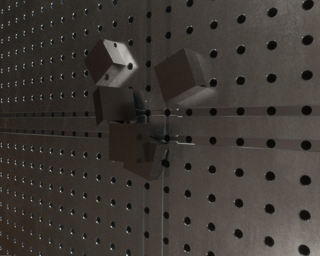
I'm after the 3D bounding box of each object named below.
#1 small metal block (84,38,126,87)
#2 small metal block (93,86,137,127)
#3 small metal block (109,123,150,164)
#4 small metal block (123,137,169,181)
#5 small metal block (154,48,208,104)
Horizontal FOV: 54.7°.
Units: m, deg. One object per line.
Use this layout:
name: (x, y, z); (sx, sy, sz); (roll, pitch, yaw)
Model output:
small metal block: (-0.086, -0.100, 0.477); (0.050, 0.025, 0.050); (-42, 65, 31)
small metal block: (-0.064, -0.029, 0.437); (0.025, 0.050, 0.050); (-34, 62, 53)
small metal block: (-0.041, 0.019, 0.409); (0.050, 0.025, 0.050); (1, 90, 39)
small metal block: (-0.020, 0.038, 0.424); (0.050, 0.025, 0.050); (20, 103, 37)
small metal block: (0.025, -0.064, 0.387); (0.050, 0.025, 0.050); (-26, 74, 36)
